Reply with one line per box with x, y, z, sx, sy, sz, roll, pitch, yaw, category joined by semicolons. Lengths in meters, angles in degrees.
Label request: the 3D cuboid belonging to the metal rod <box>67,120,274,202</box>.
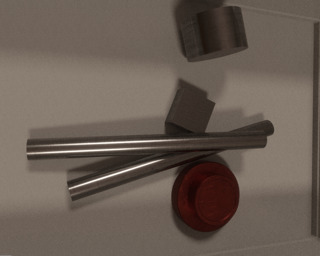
0.029;0.038;0.422;0.302;0.025;0.025;-16;96;-20;metal rod

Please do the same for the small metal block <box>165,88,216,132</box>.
0.042;-0.021;0.427;0.050;0.025;0.050;24;82;-19;small metal block

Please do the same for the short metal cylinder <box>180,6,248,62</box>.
0.071;-0.121;0.409;0.081;0.080;0.050;-14;95;-20;short metal cylinder

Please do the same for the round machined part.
0.069;0.096;0.429;0.099;0.042;0.097;0;90;-21;round machined part

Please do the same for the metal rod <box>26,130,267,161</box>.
-0.005;0.020;0.393;0.302;0.025;0.025;-2;91;-14;metal rod
